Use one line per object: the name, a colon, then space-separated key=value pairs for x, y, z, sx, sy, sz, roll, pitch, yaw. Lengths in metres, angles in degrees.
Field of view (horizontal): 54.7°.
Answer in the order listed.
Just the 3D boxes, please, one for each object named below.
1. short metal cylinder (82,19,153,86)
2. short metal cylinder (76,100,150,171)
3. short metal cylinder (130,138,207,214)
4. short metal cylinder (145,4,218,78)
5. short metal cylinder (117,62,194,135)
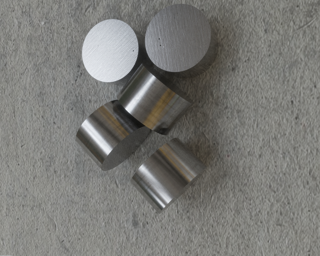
short metal cylinder: x=-0.056 y=-0.098 z=0.415 sx=0.080 sy=0.050 sz=0.080 roll=0 pitch=90 yaw=20
short metal cylinder: x=-0.060 y=0.010 z=0.401 sx=0.050 sy=0.080 sz=0.080 roll=45 pitch=104 yaw=14
short metal cylinder: x=0.011 y=0.057 z=0.376 sx=0.050 sy=0.080 sz=0.080 roll=45 pitch=104 yaw=14
short metal cylinder: x=0.028 y=-0.105 z=0.386 sx=0.080 sy=0.050 sz=0.080 roll=0 pitch=90 yaw=20
short metal cylinder: x=-0.005 y=-0.036 z=0.382 sx=0.080 sy=0.080 sz=0.050 roll=43 pitch=103 yaw=15
